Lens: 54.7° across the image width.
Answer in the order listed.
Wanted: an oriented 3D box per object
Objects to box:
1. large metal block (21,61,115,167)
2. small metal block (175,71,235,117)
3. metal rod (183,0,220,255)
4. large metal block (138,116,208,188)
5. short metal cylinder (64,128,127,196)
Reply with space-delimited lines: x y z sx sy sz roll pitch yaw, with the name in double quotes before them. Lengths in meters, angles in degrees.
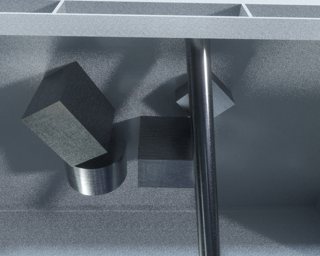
"large metal block" -0.099 -0.016 0.358 0.050 0.080 0.080 -23 127 18
"small metal block" 0.054 -0.038 0.378 0.050 0.025 0.050 -35 123 25
"metal rod" 0.047 0.019 0.336 0.025 0.025 0.298 -4 102 3
"large metal block" 0.014 0.030 0.399 0.081 0.080 0.050 2 130 -2
"short metal cylinder" -0.084 0.041 0.407 0.081 0.080 0.050 2 130 -2
